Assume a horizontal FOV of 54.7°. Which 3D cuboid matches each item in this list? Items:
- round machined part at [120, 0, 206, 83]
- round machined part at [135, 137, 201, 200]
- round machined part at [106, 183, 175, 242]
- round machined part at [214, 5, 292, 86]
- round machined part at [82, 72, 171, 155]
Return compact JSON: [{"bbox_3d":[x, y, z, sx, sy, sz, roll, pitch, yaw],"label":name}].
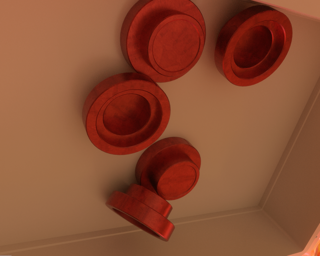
[{"bbox_3d":[0.010,-0.096,0.344,0.099,0.042,0.097,-14,124,-21],"label":"round machined part"},{"bbox_3d":[0.018,0.065,0.447,0.099,0.042,0.097,-14,124,-21],"label":"round machined part"},{"bbox_3d":[-0.022,0.112,0.426,0.042,0.098,0.098,-58,133,-22],"label":"round machined part"},{"bbox_3d":[0.111,-0.105,0.387,0.099,0.042,0.097,-15,133,-17],"label":"round machined part"},{"bbox_3d":[-0.041,-0.020,0.360,0.099,0.042,0.097,-14,127,-18],"label":"round machined part"}]
